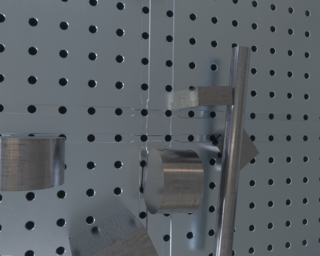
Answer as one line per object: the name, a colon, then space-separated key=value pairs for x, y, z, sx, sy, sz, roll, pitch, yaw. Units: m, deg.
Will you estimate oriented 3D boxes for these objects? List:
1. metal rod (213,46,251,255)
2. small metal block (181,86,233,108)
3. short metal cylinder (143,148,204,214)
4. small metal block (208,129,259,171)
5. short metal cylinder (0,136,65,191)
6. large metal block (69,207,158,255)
metal rod: x=0.097 y=0.040 z=0.421 sx=0.025 sy=0.025 sz=0.298 roll=6 pitch=88 yaw=-20
small metal block: x=0.063 y=-0.042 z=0.422 sx=0.050 sy=0.050 sz=0.025 roll=-4 pitch=92 yaw=-20
short metal cylinder: x=0.014 y=0.066 z=0.389 sx=0.050 sy=0.080 sz=0.080 roll=4 pitch=89 yaw=-20
small metal block: x=0.108 y=0.031 z=0.452 sx=0.050 sy=0.025 sz=0.050 roll=-38 pitch=103 yaw=-16
short metal cylinder: x=-0.144 y=0.035 z=0.330 sx=0.081 sy=0.080 sz=0.050 roll=1 pitch=90 yaw=-20
large metal block: x=-0.055 y=0.144 z=0.363 sx=0.081 sy=0.080 sz=0.050 roll=-26 pitch=99 yaw=-18
